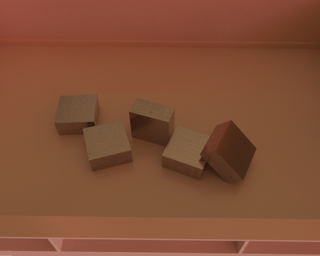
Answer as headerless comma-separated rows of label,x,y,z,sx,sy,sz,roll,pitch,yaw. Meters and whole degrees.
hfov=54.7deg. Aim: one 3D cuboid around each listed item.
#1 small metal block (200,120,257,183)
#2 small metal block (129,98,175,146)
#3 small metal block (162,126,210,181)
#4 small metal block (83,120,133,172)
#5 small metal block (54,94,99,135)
small metal block,0.082,0.028,0.365,0.050,0.025,0.050,46,54,-15
small metal block,-0.009,-0.006,0.394,0.050,0.050,0.025,15,52,12
small metal block,0.035,0.030,0.380,0.050,0.025,0.050,18,52,14
small metal block,-0.065,0.021,0.386,0.050,0.025,0.050,-13,51,-11
small metal block,-0.111,-0.018,0.420,0.050,0.025,0.050,-2,50,-2
